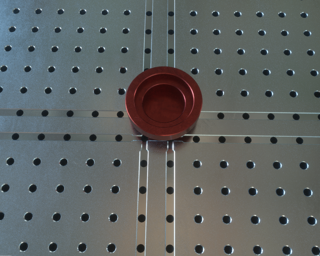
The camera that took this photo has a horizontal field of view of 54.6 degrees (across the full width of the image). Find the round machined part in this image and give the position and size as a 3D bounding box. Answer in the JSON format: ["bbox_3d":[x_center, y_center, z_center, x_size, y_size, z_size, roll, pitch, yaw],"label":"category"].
[{"bbox_3d":[0.005,-0.029,0.414,0.099,0.042,0.098,0,70,0],"label":"round machined part"}]
